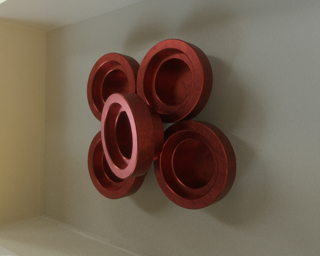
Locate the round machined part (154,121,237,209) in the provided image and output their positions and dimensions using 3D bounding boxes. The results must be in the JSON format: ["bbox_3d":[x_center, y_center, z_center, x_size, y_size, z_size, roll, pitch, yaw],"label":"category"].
[{"bbox_3d":[0.043,0.040,0.356,0.098,0.042,0.097,0,90,39],"label":"round machined part"}]

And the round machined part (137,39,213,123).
[{"bbox_3d":[0.021,-0.054,0.374,0.098,0.042,0.097,0,90,39],"label":"round machined part"}]

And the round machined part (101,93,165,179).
[{"bbox_3d":[-0.030,0.007,0.361,0.098,0.042,0.097,14,106,56],"label":"round machined part"}]

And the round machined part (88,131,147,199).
[{"bbox_3d":[-0.054,0.048,0.436,0.098,0.042,0.097,0,90,39],"label":"round machined part"}]

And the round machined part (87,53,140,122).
[{"bbox_3d":[-0.056,-0.054,0.437,0.098,0.042,0.097,0,90,39],"label":"round machined part"}]
